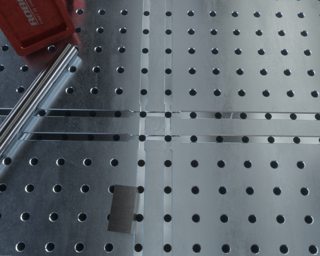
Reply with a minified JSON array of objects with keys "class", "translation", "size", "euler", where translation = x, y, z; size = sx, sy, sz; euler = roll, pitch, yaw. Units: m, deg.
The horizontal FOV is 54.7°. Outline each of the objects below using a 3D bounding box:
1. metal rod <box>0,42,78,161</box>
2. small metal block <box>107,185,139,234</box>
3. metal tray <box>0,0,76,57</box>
[{"class":"metal rod","translation":[-0.200,0.007,0.406],"size":[0.025,0.025,0.300],"euler":[26,72,9]},{"class":"small metal block","translation":[-0.041,0.096,0.363],"size":[0.025,0.050,0.050],"euler":[6,70,2]},{"class":"metal tray","translation":[-0.184,-0.174,0.418],"size":[0.090,0.129,0.030],"euler":[-29,44,-10]}]
